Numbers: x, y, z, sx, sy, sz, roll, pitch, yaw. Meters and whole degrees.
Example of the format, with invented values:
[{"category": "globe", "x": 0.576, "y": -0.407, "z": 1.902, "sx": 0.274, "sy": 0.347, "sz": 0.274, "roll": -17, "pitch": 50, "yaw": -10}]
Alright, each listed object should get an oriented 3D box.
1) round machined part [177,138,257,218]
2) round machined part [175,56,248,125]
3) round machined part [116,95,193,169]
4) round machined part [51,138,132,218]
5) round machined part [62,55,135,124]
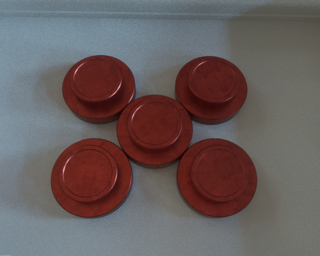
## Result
[{"category": "round machined part", "x": 0.070, "y": 0.058, "z": 0.379, "sx": 0.099, "sy": 0.042, "sz": 0.098, "roll": 0, "pitch": 70, "yaw": -1}, {"category": "round machined part", "x": 0.070, "y": -0.057, "z": 0.421, "sx": 0.099, "sy": 0.042, "sz": 0.098, "roll": 0, "pitch": 70, "yaw": -1}, {"category": "round machined part", "x": -0.007, "y": 0.000, "z": 0.398, "sx": 0.099, "sy": 0.042, "sz": 0.098, "roll": 0, "pitch": 70, "yaw": -1}, {"category": "round machined part", "x": -0.084, "y": 0.059, "z": 0.377, "sx": 0.099, "sy": 0.042, "sz": 0.098, "roll": 0, "pitch": 70, "yaw": -1}, {"category": "round machined part", "x": -0.083, "y": -0.058, "z": 0.419, "sx": 0.099, "sy": 0.042, "sz": 0.098, "roll": 0, "pitch": 70, "yaw": -1}]
